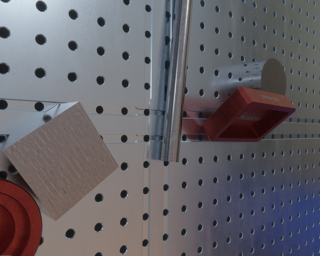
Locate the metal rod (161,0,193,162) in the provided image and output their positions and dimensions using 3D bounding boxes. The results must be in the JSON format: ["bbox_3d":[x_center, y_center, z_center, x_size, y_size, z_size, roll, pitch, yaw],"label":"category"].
[{"bbox_3d":[0.027,-0.103,0.431,0.025,0.025,0.298,9,84,-40],"label":"metal rod"}]

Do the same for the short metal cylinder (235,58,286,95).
[{"bbox_3d":[0.177,-0.078,0.541,0.081,0.050,0.079,0,90,-40],"label":"short metal cylinder"}]

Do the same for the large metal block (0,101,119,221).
[{"bbox_3d":[-0.102,0.029,0.308,0.080,0.050,0.080,-41,115,-32],"label":"large metal block"}]

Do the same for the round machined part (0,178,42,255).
[{"bbox_3d":[-0.158,0.089,0.266,0.099,0.042,0.097,0,90,-40],"label":"round machined part"}]

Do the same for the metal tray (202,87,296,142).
[{"bbox_3d":[0.141,-0.016,0.485,0.131,0.090,0.030,3,50,-40],"label":"metal tray"}]
